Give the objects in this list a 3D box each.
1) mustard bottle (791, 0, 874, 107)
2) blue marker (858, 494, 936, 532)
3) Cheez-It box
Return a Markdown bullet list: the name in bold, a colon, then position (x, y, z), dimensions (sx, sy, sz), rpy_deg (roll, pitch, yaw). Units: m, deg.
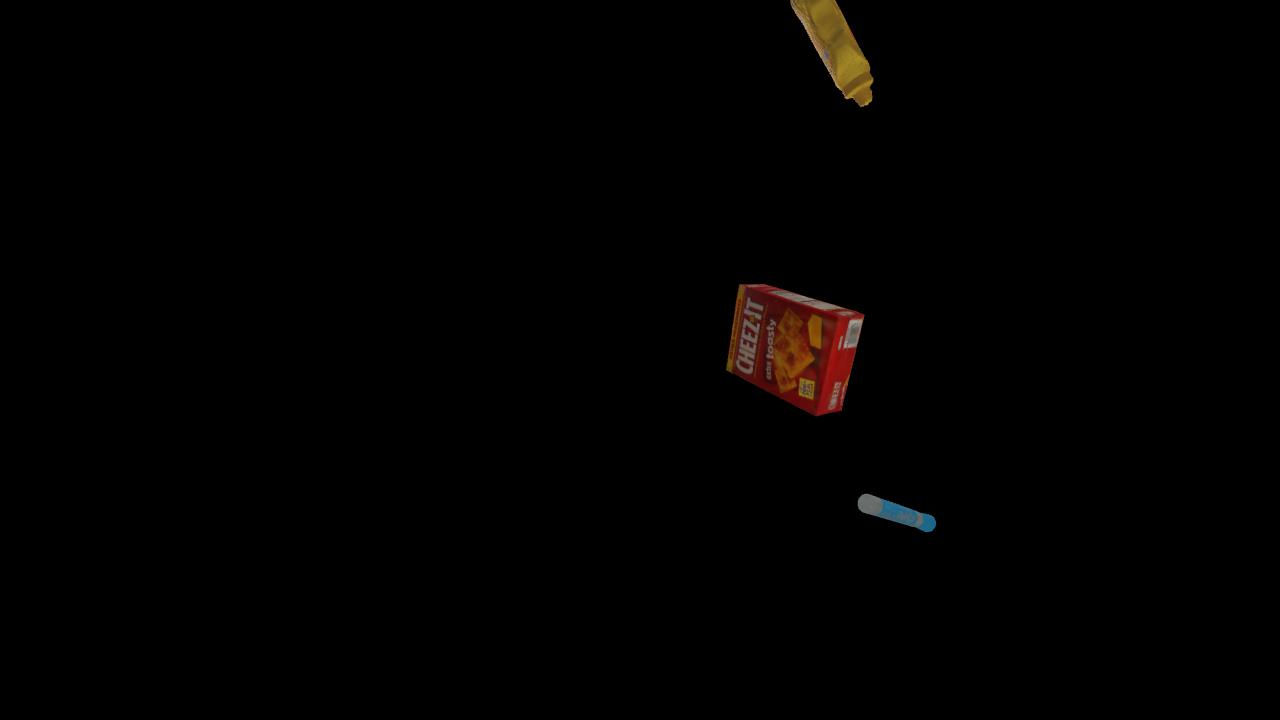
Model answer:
- **mustard bottle**: position (0.276, -0.439, 0.862), dimensions (0.054, 0.184, 0.092), rpy_deg (-27, -1, 16)
- **blue marker**: position (0.263, 0.156, 0.623), dimensions (0.121, 0.020, 0.020), rpy_deg (22, -13, -34)
- **Cheez-It box**: position (0.249, -0.026, 1.032), dimensions (0.071, 0.166, 0.223), rpy_deg (-6, 22, -34)
